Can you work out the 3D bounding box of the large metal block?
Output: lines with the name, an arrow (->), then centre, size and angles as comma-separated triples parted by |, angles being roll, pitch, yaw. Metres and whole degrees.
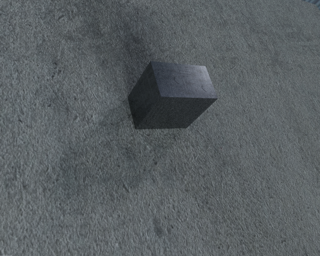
large metal block -> 0.013, -0.039, 0.403 | 0.081, 0.080, 0.050 | -1, 63, -29
